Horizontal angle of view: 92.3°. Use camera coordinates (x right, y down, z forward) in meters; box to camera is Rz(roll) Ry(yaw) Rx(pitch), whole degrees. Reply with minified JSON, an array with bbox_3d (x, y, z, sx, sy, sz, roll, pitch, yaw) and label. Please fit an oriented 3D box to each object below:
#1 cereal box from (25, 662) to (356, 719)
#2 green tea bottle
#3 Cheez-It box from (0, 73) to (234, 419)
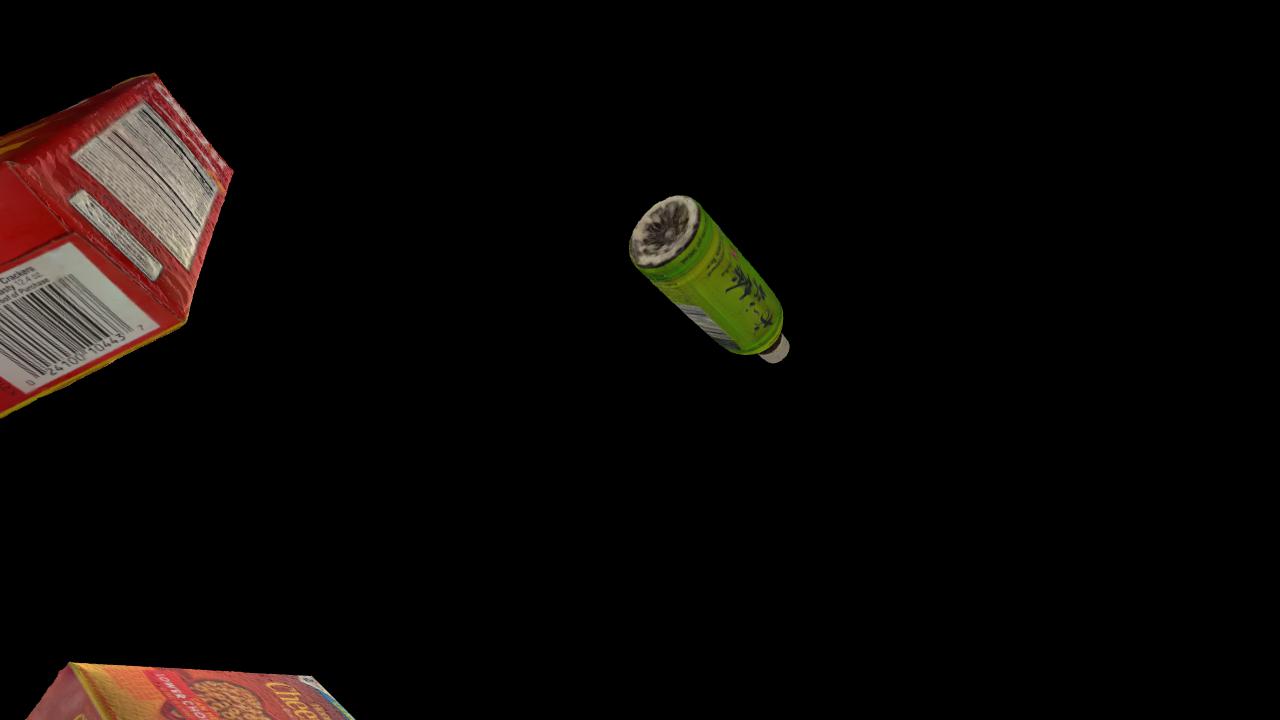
[{"bbox_3d":[-0.427,0.411,0.649,0.203,0.081,0.306,19,-18,31],"label":"cereal box"},{"bbox_3d":[0.075,-0.055,0.544,0.073,0.073,0.212,0,-26,37],"label":"green tea bottle"},{"bbox_3d":[-0.279,-0.045,0.263,0.166,0.071,0.223,-31,38,-9],"label":"Cheez-It box"}]
